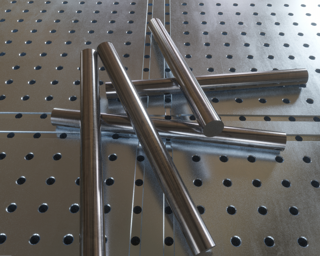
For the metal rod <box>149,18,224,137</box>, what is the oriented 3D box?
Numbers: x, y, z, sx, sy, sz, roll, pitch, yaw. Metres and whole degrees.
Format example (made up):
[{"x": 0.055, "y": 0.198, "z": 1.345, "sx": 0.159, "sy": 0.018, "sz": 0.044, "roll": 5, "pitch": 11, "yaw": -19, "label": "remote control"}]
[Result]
[{"x": 0.025, "y": -0.094, "z": 0.457, "sx": 0.025, "sy": 0.025, "sz": 0.300, "roll": -10, "pitch": 42, "yaw": -9, "label": "metal rod"}]

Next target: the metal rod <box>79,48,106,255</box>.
[{"x": -0.081, "y": 0.021, "z": 0.364, "sx": 0.025, "sy": 0.025, "sz": 0.299, "roll": -6, "pitch": 58, "yaw": -5, "label": "metal rod"}]

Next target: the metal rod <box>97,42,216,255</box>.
[{"x": -0.017, "y": 0.004, "z": 0.375, "sx": 0.025, "sy": 0.025, "sz": 0.299, "roll": -19, "pitch": 62, "yaw": -16, "label": "metal rod"}]

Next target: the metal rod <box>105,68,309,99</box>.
[{"x": 0.072, "y": -0.067, "z": 0.464, "sx": 0.302, "sy": 0.025, "sz": 0.025, "roll": -5, "pitch": 50, "yaw": -5, "label": "metal rod"}]

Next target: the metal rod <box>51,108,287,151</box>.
[{"x": 0.008, "y": 0.001, "z": 0.406, "sx": 0.302, "sy": 0.025, "sz": 0.025, "roll": 6, "pitch": 50, "yaw": 4, "label": "metal rod"}]
